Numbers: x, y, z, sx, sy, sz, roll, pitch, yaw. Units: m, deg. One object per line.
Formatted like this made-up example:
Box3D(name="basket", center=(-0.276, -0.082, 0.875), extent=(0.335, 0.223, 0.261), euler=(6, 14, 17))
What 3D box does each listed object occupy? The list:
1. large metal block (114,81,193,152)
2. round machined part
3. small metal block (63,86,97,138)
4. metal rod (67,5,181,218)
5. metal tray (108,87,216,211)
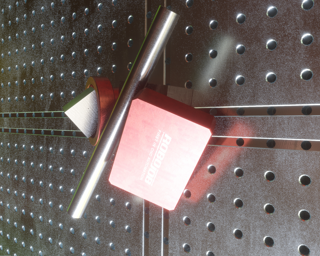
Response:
Box3D(name="large metal block", center=(-0.010, -0.016, 0.399), extent=(0.080, 0.050, 0.079), euler=(12, 97, 39))
Box3D(name="round machined part", center=(-0.077, -0.024, 0.442), extent=(0.098, 0.042, 0.097), euler=(177, 90, -65))
Box3D(name="small metal block", center=(-0.099, -0.023, 0.436), extent=(0.050, 0.050, 0.025), euler=(-39, 30, -5))
Box3D(name="metal rod", center=(-0.054, -0.004, 0.387), extent=(0.025, 0.025, 0.298), euler=(42, 115, 32))
Box3D(name="metal tray", center=(-0.001, 0.028, 0.362), extent=(0.090, 0.030, 0.129), euler=(24, 123, 5))
